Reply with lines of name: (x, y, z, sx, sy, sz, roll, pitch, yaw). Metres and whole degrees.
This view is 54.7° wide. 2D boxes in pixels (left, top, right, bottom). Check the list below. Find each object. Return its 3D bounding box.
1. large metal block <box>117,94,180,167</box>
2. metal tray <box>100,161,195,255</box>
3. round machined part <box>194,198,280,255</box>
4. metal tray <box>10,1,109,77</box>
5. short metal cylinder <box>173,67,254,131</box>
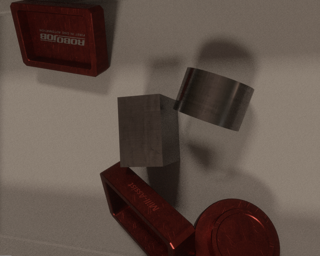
large metal block: (-0.011, 0.004, 0.383, 0.050, 0.080, 0.080, -3, 88, 17)
metal tray: (-0.016, 0.108, 0.363, 0.130, 0.030, 0.089, 35, 144, 37)
round machined part: (0.087, 0.127, 0.346, 0.099, 0.042, 0.098, 2, 65, -4)
metal tray: (-0.139, -0.127, 0.434, 0.130, 0.030, 0.089, 12, 123, 19)
short metal cylinder: (0.061, -0.033, 0.359, 0.080, 0.080, 0.050, 21, 97, 18)
